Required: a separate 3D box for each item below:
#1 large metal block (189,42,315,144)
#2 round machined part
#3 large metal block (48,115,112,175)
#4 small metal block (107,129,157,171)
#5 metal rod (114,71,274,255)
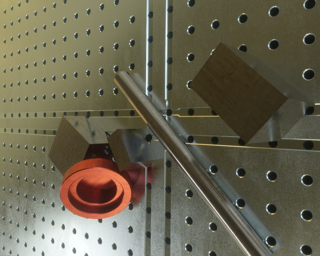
[{"bbox_3d":[0.089,-0.032,0.300,0.080,0.081,0.050,50,120,28],"label":"large metal block"},{"bbox_3d":[-0.091,0.083,0.450,0.097,0.099,0.042,-58,22,24],"label":"round machined part"},{"bbox_3d":[-0.127,0.035,0.498,0.080,0.050,0.079,40,114,33],"label":"large metal block"},{"bbox_3d":[-0.038,0.029,0.425,0.025,0.050,0.050,-38,67,33],"label":"small metal block"},{"bbox_3d":[0.026,0.031,0.388,0.300,0.025,0.025,52,120,27],"label":"metal rod"}]
